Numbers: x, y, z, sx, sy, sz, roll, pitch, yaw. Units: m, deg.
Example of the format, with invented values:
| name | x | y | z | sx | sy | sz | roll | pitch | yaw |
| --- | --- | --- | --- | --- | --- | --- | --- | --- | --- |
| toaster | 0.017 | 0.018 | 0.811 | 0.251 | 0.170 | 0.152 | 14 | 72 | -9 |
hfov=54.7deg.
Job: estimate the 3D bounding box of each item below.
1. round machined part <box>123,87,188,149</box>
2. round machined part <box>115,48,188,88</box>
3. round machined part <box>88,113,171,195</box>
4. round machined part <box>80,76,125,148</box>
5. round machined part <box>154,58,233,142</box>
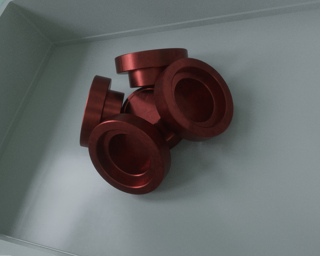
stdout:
| name | x | y | z | sx | sy | sz | roll | pitch | yaw |
| --- | --- | --- | --- | --- | --- | --- | --- | --- | --- |
| round machined part | -0.012 | -0.017 | 0.408 | 0.098 | 0.042 | 0.098 | -13 | 56 | 20 |
| round machined part | -0.010 | -0.079 | 0.420 | 0.098 | 0.098 | 0.042 | -3 | 98 | 26 |
| round machined part | -0.032 | 0.027 | 0.367 | 0.098 | 0.097 | 0.042 | -1 | 25 | 27 |
| round machined part | -0.075 | -0.019 | 0.418 | 0.042 | 0.098 | 0.098 | 12 | 62 | -8 |
| round machined part | 0.036 | -0.030 | 0.369 | 0.042 | 0.099 | 0.098 | -33 | 40 | 55 |
